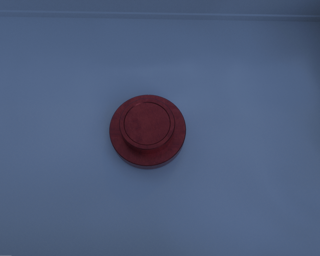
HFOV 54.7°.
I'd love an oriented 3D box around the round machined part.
[{"bbox_3d":[-0.016,0.001,0.396,0.099,0.042,0.098,0,70,-1],"label":"round machined part"}]
